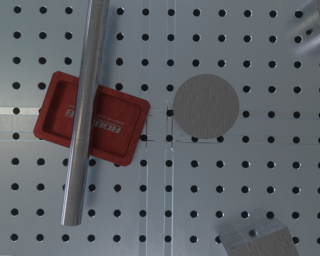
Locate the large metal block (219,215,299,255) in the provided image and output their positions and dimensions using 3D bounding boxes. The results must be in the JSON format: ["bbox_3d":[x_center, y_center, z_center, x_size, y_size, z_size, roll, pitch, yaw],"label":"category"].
[{"bbox_3d":[0.133,0.172,0.402,0.080,0.050,0.080,-22,90,0],"label":"large metal block"}]

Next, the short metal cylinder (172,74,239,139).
[{"bbox_3d":[0.056,-0.026,0.401,0.081,0.050,0.080,0,90,0],"label":"short metal cylinder"}]

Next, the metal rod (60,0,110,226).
[{"bbox_3d":[-0.091,-0.031,0.381,0.025,0.025,0.298,7,90,0],"label":"metal rod"}]

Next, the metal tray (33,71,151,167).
[{"bbox_3d":[-0.087,-0.012,0.409,0.131,0.030,0.090,19,90,0],"label":"metal tray"}]

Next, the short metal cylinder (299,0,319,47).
[{"bbox_3d":[0.232,-0.150,0.402,0.081,0.050,0.080,0,90,0],"label":"short metal cylinder"}]
